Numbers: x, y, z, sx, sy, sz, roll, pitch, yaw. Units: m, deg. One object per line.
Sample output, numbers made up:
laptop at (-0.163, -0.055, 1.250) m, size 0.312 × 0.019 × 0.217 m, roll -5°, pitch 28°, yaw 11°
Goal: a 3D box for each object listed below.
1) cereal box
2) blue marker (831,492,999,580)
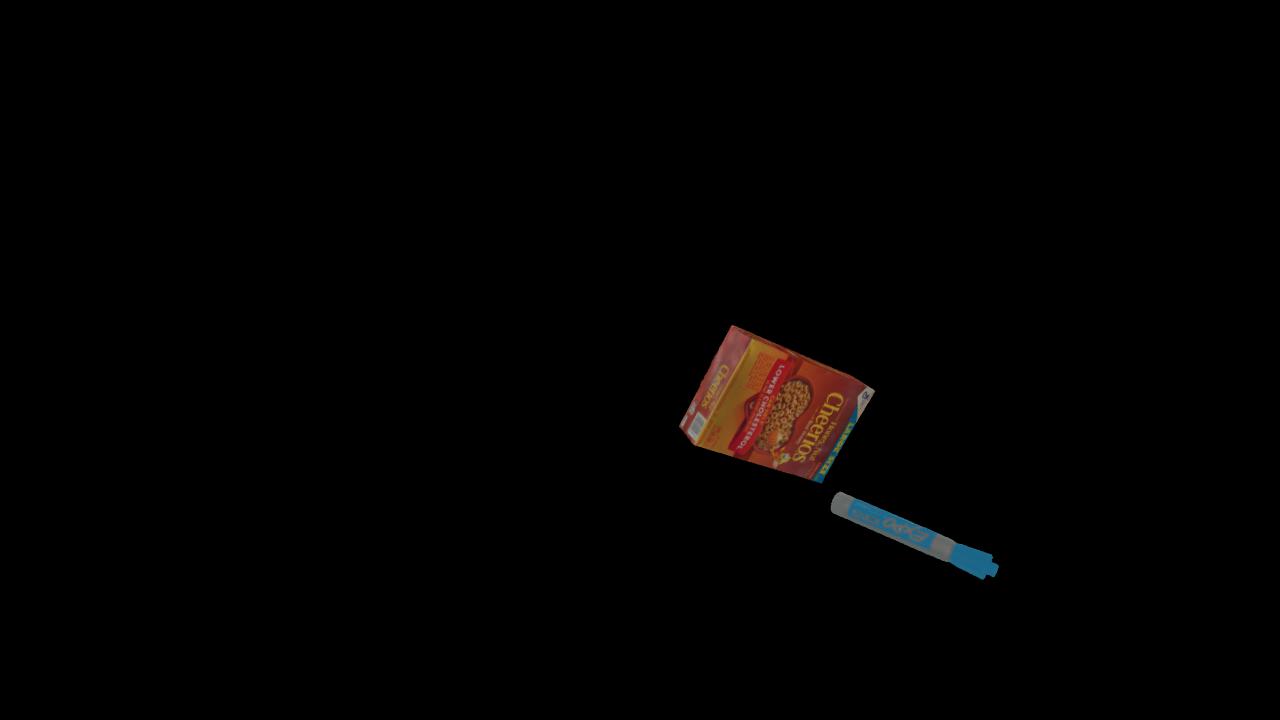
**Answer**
cereal box at (0.244, 0.085, 1.075) m, size 0.306 × 0.203 × 0.081 m, roll 21°, pitch 14°, yaw -28°
blue marker at (0.203, 0.131, 0.463) m, size 0.121 × 0.020 × 0.020 m, roll 19°, pitch 13°, yaw 42°
